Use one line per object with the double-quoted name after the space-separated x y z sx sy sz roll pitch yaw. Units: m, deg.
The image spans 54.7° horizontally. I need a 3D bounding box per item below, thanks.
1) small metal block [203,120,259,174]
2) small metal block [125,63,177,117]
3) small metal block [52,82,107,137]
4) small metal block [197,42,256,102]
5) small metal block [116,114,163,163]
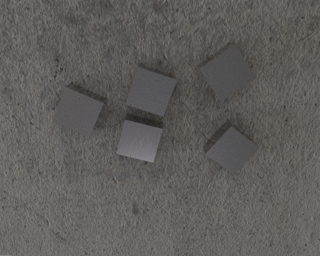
0.096 0.026 0.420 0.050 0.025 0.050 36 106 -13 "small metal block"
-0.011 -0.048 0.392 0.050 0.025 0.050 18 109 -7 "small metal block"
-0.103 -0.024 0.400 0.050 0.025 0.050 24 108 -9 "small metal block"
0.082 -0.069 0.385 0.050 0.025 0.050 -34 107 11 "small metal block"
-0.027 0.013 0.414 0.050 0.025 0.050 14 110 -6 "small metal block"
